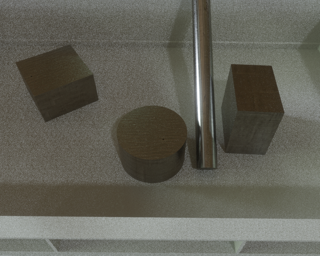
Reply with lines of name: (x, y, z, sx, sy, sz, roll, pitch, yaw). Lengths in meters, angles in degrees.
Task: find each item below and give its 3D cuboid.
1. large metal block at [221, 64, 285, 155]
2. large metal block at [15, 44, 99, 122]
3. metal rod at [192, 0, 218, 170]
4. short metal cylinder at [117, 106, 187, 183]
large metal block: (0.111, -0.023, 0.390, 0.050, 0.080, 0.080, 3, 50, 2)
large metal block: (-0.146, -0.066, 0.442, 0.081, 0.050, 0.080, -26, 55, -21)
metal rod: (0.056, -0.096, 0.406, 0.025, 0.025, 0.299, 0, 75, 0)
short metal cylinder: (-0.009, 0.019, 0.373, 0.081, 0.050, 0.080, 0, 50, 0)
